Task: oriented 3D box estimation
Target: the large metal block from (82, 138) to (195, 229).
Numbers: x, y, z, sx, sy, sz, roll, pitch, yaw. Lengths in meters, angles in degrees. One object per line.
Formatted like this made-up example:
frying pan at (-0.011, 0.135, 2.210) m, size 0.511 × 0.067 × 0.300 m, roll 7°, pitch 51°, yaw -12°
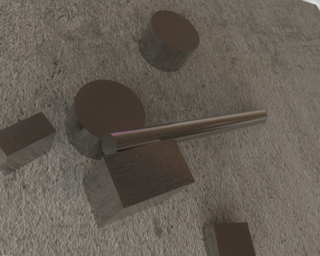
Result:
large metal block at (-0.025, 0.057, 0.321) m, size 0.081 × 0.080 × 0.050 m, roll -13°, pitch 69°, yaw -34°

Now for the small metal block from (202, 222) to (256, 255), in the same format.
small metal block at (0.082, 0.140, 0.364) m, size 0.050 × 0.025 × 0.050 m, roll 6°, pitch 59°, yaw -25°

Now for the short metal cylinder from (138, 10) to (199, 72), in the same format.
short metal cylinder at (0.013, -0.133, 0.478) m, size 0.081 × 0.050 × 0.080 m, roll 14°, pitch 56°, yaw -21°

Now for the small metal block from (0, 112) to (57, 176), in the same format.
small metal block at (-0.135, 0.016, 0.306) m, size 0.050 × 0.050 × 0.025 m, roll -34°, pitch 81°, yaw -38°

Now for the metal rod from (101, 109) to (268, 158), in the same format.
metal rod at (0.058, -0.001, 0.402) m, size 0.302 × 0.025 × 0.025 m, roll -10°, pitch 66°, yaw -44°

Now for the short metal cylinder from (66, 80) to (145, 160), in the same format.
short metal cylinder at (-0.064, -0.009, 0.360) m, size 0.081 × 0.050 × 0.080 m, roll 14°, pitch 56°, yaw -21°
